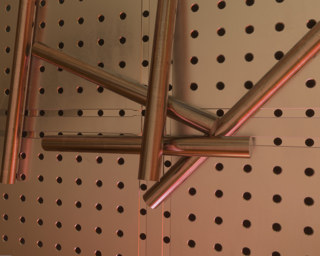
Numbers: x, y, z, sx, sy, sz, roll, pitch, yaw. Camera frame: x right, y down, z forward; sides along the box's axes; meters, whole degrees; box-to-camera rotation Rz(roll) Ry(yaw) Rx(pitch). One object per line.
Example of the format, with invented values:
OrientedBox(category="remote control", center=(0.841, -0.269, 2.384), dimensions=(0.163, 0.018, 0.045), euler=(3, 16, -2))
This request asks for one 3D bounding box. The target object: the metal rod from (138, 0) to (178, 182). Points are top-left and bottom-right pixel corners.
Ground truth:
OrientedBox(category="metal rod", center=(0.002, -0.087, 0.377), dimensions=(0.025, 0.025, 0.299), euler=(2, 78, 19))

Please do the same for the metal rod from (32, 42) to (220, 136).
OrientedBox(category="metal rod", center=(-0.061, -0.061, 0.421), dimensions=(0.301, 0.025, 0.025), euler=(25, 98, 22))

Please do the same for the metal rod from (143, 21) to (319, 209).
OrientedBox(category="metal rod", center=(0.087, -0.006, 0.381), dimensions=(0.299, 0.025, 0.025), euler=(-46, 76, 13))

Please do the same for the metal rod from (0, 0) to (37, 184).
OrientedBox(category="metal rod", center=(-0.223, -0.061, 0.489), dimensions=(0.025, 0.025, 0.298), euler=(8, 93, 19))

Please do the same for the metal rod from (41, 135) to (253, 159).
OrientedBox(category="metal rod", center=(-0.035, 0.022, 0.407), dimensions=(0.301, 0.025, 0.025), euler=(0, 90, 25))
